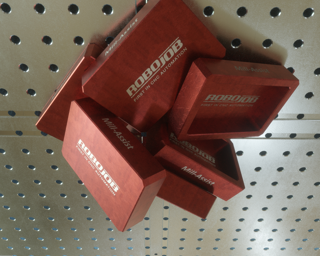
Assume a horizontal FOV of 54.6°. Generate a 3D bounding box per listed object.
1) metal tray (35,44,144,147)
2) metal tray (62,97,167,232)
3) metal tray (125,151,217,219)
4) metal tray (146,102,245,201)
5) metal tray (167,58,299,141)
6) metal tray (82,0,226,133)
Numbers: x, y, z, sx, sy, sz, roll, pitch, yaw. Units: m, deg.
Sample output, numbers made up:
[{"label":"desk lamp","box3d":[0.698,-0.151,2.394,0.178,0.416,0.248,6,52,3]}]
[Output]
[{"label":"metal tray","box3d":[-0.082,-0.028,0.384,0.090,0.030,0.129,31,124,-25]},{"label":"metal tray","box3d":[-0.058,0.037,0.343,0.030,0.130,0.089,-20,145,-42]},{"label":"metal tray","box3d":[0.002,0.066,0.405,0.090,0.130,0.030,31,85,-24]},{"label":"metal tray","box3d":[0.044,0.026,0.390,0.130,0.090,0.030,31,123,-24]},{"label":"metal tray","box3d":[0.083,-0.029,0.352,0.131,0.030,0.089,-2,135,-29]},{"label":"metal tray","box3d":[-0.007,-0.066,0.327,0.130,0.030,0.090,-44,122,14]}]
